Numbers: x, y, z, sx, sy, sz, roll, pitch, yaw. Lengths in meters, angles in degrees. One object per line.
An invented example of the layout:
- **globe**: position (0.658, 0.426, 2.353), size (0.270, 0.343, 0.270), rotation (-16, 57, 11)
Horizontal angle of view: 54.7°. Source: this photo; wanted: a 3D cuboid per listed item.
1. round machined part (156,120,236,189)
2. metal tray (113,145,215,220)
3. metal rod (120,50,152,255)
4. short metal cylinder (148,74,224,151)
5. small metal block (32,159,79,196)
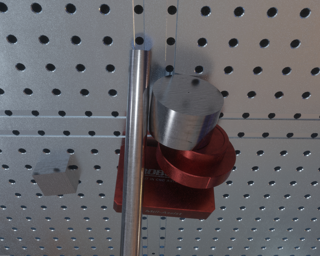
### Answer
- **round machined part**: position (0.047, 0.024, 0.385), size (0.099, 0.098, 0.042), rotation (7, 130, -6)
- **metal tray**: position (0.006, 0.073, 0.428), size (0.131, 0.090, 0.030), rotation (7, 144, -6)
- **metal rod**: position (-0.031, 0.061, 0.366), size (0.025, 0.025, 0.298), rotation (3, 99, -3)
- **short metal cylinder**: position (0.028, -0.020, 0.359), size (0.081, 0.080, 0.050), rotation (7, 130, -6)
- **small metal block**: position (-0.159, 0.077, 0.475), size (0.050, 0.025, 0.050), rotation (-7, 130, 5)
